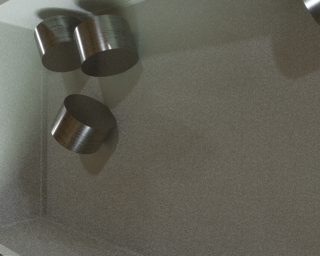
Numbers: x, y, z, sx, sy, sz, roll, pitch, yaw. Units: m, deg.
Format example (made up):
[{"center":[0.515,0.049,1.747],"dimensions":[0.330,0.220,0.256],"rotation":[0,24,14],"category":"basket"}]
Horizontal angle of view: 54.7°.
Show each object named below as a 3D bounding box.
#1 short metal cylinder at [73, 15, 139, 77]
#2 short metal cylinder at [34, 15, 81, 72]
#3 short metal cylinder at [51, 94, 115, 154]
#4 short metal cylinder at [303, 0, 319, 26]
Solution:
[{"center":[-0.075,-0.112,0.433],"dimensions":[0.080,0.081,0.050],"rotation":[-26,74,37],"category":"short metal cylinder"},{"center":[-0.155,-0.134,0.499],"dimensions":[0.080,0.081,0.050],"rotation":[-35,69,34],"category":"short metal cylinder"},{"center":[-0.115,-0.006,0.466],"dimensions":[0.080,0.081,0.050],"rotation":[50,120,28],"category":"short metal cylinder"},{"center":[0.141,-0.132,0.254],"dimensions":[0.050,0.081,0.080],"rotation":[-26,74,37],"category":"short metal cylinder"}]
